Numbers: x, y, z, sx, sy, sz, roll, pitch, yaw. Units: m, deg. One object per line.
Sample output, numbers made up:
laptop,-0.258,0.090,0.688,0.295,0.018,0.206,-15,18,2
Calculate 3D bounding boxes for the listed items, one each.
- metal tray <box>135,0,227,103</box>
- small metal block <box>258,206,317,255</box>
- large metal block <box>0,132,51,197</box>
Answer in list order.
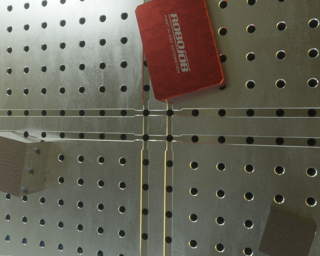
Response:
metal tray,0.026,-0.106,0.401,0.090,0.030,0.129,-14,85,19
small metal block,0.147,0.125,0.361,0.050,0.025,0.050,16,95,19
large metal block,-0.224,0.053,0.478,0.080,0.050,0.079,11,94,19
